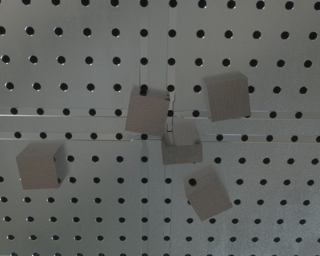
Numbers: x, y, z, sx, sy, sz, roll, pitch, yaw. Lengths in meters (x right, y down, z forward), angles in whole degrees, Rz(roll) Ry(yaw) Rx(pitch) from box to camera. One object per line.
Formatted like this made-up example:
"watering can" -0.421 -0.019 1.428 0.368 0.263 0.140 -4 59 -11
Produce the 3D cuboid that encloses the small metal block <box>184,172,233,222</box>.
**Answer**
"small metal block" 0.070 0.100 0.451 0.050 0.025 0.050 -28 108 9

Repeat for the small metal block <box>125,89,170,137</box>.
"small metal block" -0.016 -0.020 0.406 0.050 0.025 0.050 10 110 -4

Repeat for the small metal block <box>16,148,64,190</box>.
"small metal block" -0.166 0.057 0.433 0.050 0.025 0.050 -3 110 1

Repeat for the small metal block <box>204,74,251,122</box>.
"small metal block" 0.087 -0.039 0.400 0.050 0.025 0.050 -10 110 3

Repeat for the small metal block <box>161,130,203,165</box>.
"small metal block" 0.028 0.025 0.409 0.050 0.050 0.025 -4 110 1
